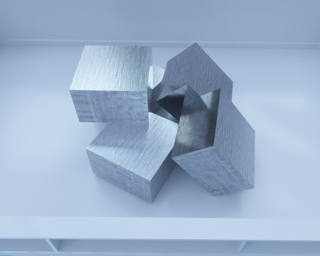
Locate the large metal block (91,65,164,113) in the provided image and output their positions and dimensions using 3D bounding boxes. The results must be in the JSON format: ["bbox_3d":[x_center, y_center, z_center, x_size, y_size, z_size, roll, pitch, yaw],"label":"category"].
[{"bbox_3d":[-0.042,-0.052,0.431,0.080,0.050,0.080,29,56,22],"label":"large metal block"}]

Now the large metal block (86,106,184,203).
[{"bbox_3d":[-0.025,0.026,0.361,0.080,0.050,0.080,24,54,18],"label":"large metal block"}]

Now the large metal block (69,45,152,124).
[{"bbox_3d":[-0.051,-0.052,0.363,0.080,0.050,0.080,1,49,2],"label":"large metal block"}]

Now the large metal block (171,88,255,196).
[{"bbox_3d":[0.063,0.017,0.345,0.050,0.080,0.080,-21,39,36],"label":"large metal block"}]

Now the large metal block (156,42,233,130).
[{"bbox_3d":[0.048,-0.048,0.400,0.080,0.050,0.080,39,45,-27],"label":"large metal block"}]
